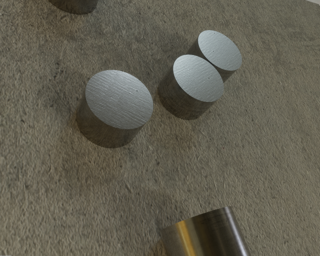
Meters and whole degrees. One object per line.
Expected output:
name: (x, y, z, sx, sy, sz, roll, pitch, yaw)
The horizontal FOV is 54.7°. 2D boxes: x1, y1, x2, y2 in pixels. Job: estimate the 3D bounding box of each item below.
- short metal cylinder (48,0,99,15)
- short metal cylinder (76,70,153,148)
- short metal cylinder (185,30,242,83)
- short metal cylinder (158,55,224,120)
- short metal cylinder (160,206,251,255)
short metal cylinder: (-0.124, -0.214, 0.451, 0.081, 0.050, 0.080, 14, 56, -21)
short metal cylinder: (-0.055, -0.022, 0.372, 0.081, 0.050, 0.080, 14, 56, -21)
short metal cylinder: (0.084, -0.110, 0.499, 0.081, 0.050, 0.080, 14, 56, -21)
short metal cylinder: (0.044, -0.058, 0.447, 0.081, 0.050, 0.080, 14, 56, -21)
short metal cylinder: (0.046, 0.119, 0.320, 0.081, 0.080, 0.050, -6, 65, -31)
